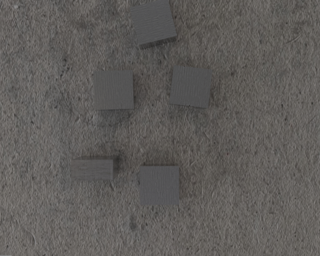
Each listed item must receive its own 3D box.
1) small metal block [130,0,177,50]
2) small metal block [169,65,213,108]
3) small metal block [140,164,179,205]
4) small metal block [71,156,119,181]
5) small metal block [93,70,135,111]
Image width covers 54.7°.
[{"bbox_3d":[-0.009,-0.137,0.410,0.050,0.025,0.050,-14,90,0],"label":"small metal block"},{"bbox_3d":[0.040,-0.053,0.410,0.050,0.025,0.050,7,90,0],"label":"small metal block"},{"bbox_3d":[-0.001,0.074,0.410,0.050,0.025,0.050,0,90,0],"label":"small metal block"},{"bbox_3d":[-0.081,0.050,0.397,0.050,0.050,0.025,-1,90,0],"label":"small metal block"},{"bbox_3d":[-0.060,-0.049,0.409,0.050,0.025,0.050,-2,90,0],"label":"small metal block"}]
